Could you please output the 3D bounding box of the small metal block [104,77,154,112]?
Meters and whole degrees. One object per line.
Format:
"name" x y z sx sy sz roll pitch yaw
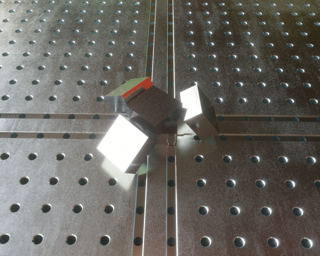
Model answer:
"small metal block" -0.041 -0.046 0.431 0.050 0.025 0.050 -39 24 -28

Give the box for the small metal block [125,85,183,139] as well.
"small metal block" -0.007 -0.021 0.393 0.050 0.025 0.050 34 57 25

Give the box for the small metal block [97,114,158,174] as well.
"small metal block" -0.039 0.020 0.374 0.050 0.025 0.050 37 96 27

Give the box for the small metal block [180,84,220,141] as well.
"small metal block" 0.052 -0.019 0.405 0.025 0.050 0.050 -24 46 23

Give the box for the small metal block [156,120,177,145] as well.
"small metal block" -0.003 -0.005 0.412 0.050 0.025 0.050 1 53 1
